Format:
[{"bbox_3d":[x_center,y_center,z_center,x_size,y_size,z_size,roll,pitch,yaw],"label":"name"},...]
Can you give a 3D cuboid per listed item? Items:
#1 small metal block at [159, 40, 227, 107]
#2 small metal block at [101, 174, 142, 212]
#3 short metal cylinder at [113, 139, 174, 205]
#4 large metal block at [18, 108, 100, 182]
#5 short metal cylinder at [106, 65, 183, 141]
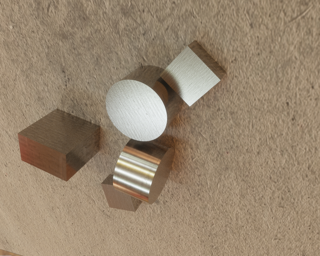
[{"bbox_3d":[0.037,-0.061,0.349,0.050,0.025,0.050,45,129,-4],"label":"small metal block"},{"bbox_3d":[-0.061,0.105,0.502,0.050,0.025,0.050,2,120,27],"label":"small metal block"},{"bbox_3d":[-0.020,0.055,0.414,0.050,0.080,0.079,20,126,16],"label":"short metal cylinder"},{"bbox_3d":[-0.146,0.022,0.460,0.080,0.080,0.050,21,126,15],"label":"large metal block"},{"bbox_3d":[-0.018,-0.031,0.380,0.080,0.050,0.079,13,124,20],"label":"short metal cylinder"}]
